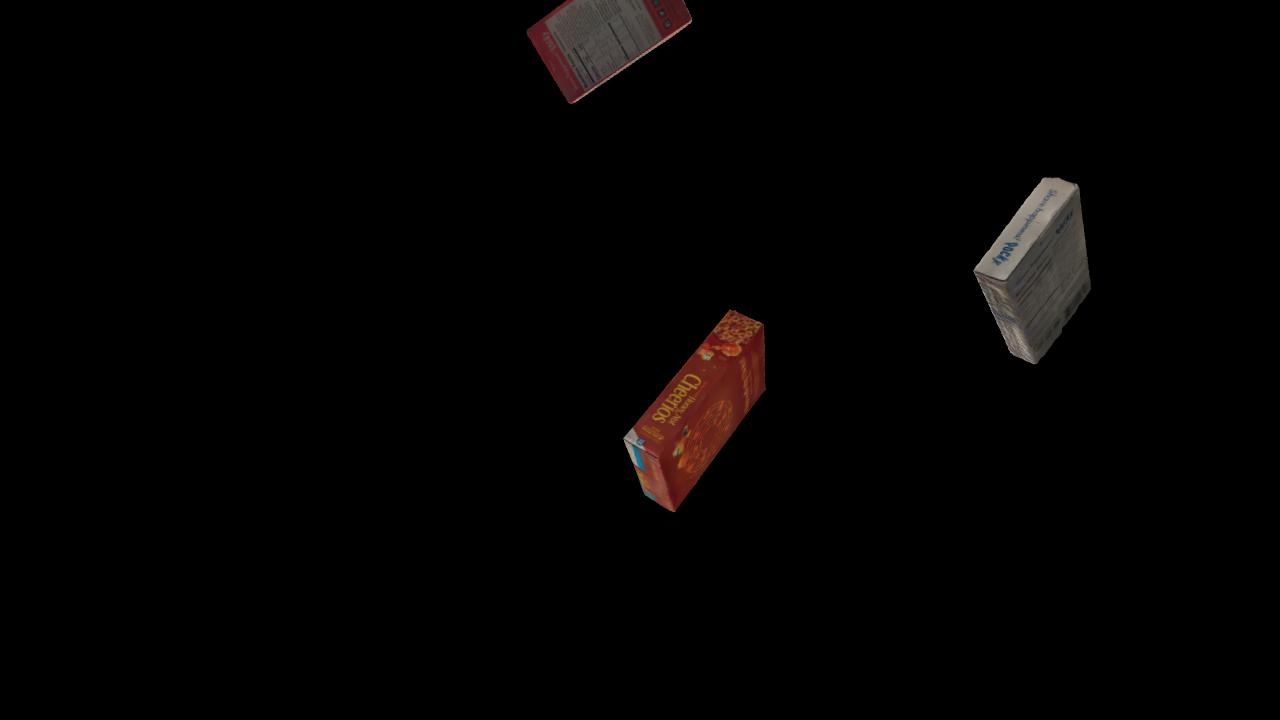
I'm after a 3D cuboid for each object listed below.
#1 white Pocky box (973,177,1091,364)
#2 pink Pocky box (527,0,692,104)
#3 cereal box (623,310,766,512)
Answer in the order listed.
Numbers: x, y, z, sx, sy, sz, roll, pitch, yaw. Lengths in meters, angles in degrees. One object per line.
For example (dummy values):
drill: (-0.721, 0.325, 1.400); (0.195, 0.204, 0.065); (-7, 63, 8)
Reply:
white Pocky box: (0.310, -0.062, 0.477); (0.154, 0.084, 0.028); (32, 4, -46)
pink Pocky box: (-0.032, -0.348, 0.643); (0.155, 0.084, 0.029); (-28, 18, 16)
cereal box: (0.105, 0.088, 1.053); (0.081, 0.306, 0.203); (28, -26, 29)
